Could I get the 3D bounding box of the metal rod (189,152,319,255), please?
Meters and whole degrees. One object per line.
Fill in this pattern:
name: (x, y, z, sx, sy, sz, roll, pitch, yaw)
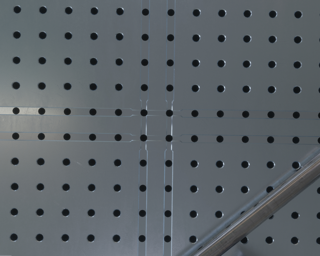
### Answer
metal rod: (0.113, 0.129, 0.414, 0.300, 0.025, 0.025, -38, 90, 0)
